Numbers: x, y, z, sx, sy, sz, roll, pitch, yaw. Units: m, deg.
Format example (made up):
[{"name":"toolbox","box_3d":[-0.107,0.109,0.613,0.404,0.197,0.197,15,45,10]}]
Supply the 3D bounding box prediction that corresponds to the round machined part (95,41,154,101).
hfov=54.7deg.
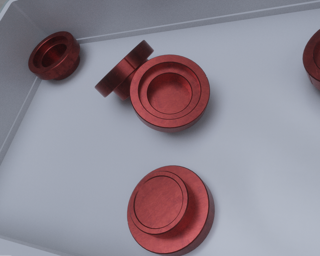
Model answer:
[{"name":"round machined part","box_3d":[-0.043,-0.077,0.444,0.098,0.042,0.098,-41,13,12]}]

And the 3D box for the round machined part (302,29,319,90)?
[{"name":"round machined part","box_3d":[0.206,-0.071,0.324,0.098,0.042,0.098,-20,49,26]}]

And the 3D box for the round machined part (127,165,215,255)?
[{"name":"round machined part","box_3d":[0.006,0.086,0.339,0.098,0.042,0.098,-13,56,21]}]

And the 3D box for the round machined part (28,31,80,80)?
[{"name":"round machined part","box_3d":[-0.188,-0.127,0.571,0.098,0.042,0.098,-12,56,19]}]

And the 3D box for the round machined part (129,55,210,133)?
[{"name":"round machined part","box_3d":[0.013,-0.041,0.397,0.099,0.042,0.098,-1,73,2]}]
